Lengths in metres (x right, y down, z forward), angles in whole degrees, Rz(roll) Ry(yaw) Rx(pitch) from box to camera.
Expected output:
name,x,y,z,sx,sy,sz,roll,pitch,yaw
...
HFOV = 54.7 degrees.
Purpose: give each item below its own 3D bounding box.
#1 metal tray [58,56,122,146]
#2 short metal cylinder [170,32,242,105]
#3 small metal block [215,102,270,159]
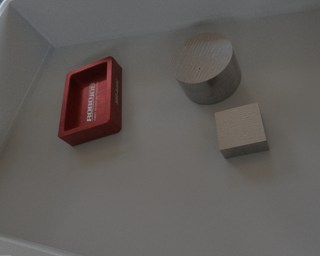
name,x,y,z,sx,sy,sz,roll,pitch,yaw
metal tray,-0.106,-0.043,0.482,0.090,0.030,0.130,-16,55,18
short metal cylinder,0.061,-0.077,0.404,0.080,0.050,0.080,-13,56,20
small metal block,0.093,0.003,0.354,0.050,0.025,0.050,-14,56,20
